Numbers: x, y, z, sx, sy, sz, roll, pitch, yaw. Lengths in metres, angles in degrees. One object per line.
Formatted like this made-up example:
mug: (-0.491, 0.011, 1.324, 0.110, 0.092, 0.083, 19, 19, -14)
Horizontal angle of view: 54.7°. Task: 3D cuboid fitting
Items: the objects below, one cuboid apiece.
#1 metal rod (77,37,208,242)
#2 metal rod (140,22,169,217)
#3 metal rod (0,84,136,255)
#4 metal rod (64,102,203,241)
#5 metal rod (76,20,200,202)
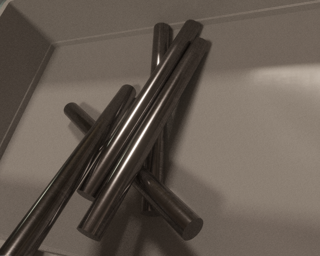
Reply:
metal rod: (-0.004, -0.011, 0.368, 0.025, 0.025, 0.301, 7, 51, 31)
metal rod: (-0.004, -0.032, 0.425, 0.025, 0.025, 0.299, -11, 57, 22)
metal rod: (-0.083, 0.029, 0.345, 0.025, 0.025, 0.301, -10, 30, 22)
metal rod: (-0.056, 0.032, 0.390, 0.025, 0.025, 0.300, -49, 45, -6)
metal rod: (-0.013, -0.042, 0.399, 0.025, 0.025, 0.300, 8, 54, 31)
